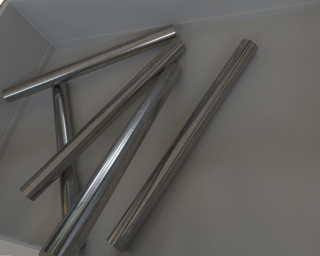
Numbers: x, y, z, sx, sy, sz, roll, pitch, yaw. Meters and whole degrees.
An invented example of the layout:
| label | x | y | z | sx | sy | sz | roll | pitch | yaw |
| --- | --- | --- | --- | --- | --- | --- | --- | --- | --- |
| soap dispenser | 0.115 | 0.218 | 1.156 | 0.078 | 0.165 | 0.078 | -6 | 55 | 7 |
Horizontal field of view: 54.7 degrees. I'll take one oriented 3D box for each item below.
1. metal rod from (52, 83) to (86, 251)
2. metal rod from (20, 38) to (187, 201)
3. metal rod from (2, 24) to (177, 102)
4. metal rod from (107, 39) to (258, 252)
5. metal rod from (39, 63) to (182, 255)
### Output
| label | x | y | z | sx | sy | sz | roll | pitch | yaw |
| --- | --- | --- | --- | --- | --- | --- | --- | --- | --- |
| metal rod | -0.140 | 0.029 | 0.459 | 0.025 | 0.025 | 0.299 | -27 | 52 | 11 |
| metal rod | -0.070 | -0.020 | 0.433 | 0.301 | 0.025 | 0.025 | -46 | 51 | -13 |
| metal rod | -0.118 | -0.103 | 0.505 | 0.301 | 0.025 | 0.025 | -19 | 54 | 8 |
| metal rod | 0.034 | 0.012 | 0.379 | 0.025 | 0.025 | 0.300 | 26 | 75 | 36 |
| metal rod | -0.029 | 0.008 | 0.338 | 0.025 | 0.025 | 0.301 | -3 | 36 | 26 |
